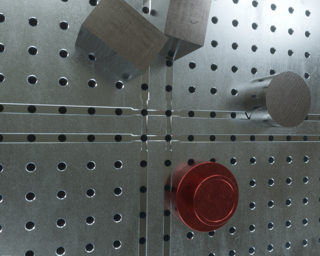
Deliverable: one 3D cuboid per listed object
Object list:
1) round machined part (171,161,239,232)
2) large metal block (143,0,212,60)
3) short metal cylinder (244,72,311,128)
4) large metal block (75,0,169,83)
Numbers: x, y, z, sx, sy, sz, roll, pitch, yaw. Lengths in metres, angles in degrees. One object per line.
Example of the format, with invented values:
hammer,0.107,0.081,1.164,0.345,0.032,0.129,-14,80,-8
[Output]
round machined part,0.068,0.096,0.429,0.099,0.042,0.097,0,90,-20
large metal block,0.021,-0.139,0.391,0.050,0.080,0.080,12,86,-20
short metal cylinder,0.175,-0.041,0.463,0.081,0.050,0.080,0,90,-20
large metal block,-0.048,-0.102,0.365,0.080,0.080,0.050,36,79,-17
